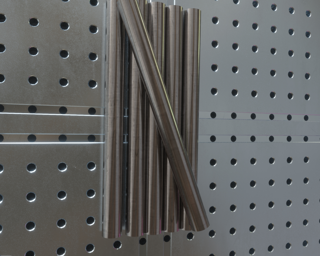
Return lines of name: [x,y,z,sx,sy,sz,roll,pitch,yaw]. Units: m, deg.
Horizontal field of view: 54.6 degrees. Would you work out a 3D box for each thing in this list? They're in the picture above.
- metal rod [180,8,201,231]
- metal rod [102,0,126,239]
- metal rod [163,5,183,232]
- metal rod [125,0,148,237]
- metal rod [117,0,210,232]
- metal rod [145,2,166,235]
metal rod: [0.041,-0.012,0.428,0.025,0.025,0.298,1,90,-20]
metal rod: [-0.058,-0.015,0.390,0.025,0.025,0.298,1,90,-20]
metal rod: [0.016,-0.012,0.419,0.025,0.025,0.298,1,90,-20]
metal rod: [-0.030,-0.013,0.400,0.025,0.025,0.298,1,90,-20]
metal rod: [0.007,-0.012,0.388,0.025,0.025,0.299,-20,97,-19]
metal rod: [-0.007,-0.013,0.409,0.025,0.025,0.298,1,90,-20]
